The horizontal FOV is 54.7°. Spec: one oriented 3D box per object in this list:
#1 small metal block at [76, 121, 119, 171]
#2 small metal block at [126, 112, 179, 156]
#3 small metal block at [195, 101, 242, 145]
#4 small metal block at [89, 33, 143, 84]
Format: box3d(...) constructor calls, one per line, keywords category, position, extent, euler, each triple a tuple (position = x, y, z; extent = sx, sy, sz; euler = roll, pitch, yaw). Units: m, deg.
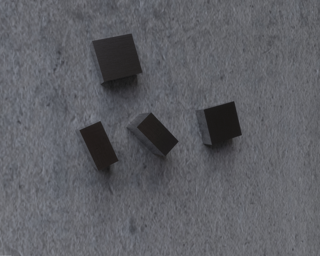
box3d(category="small metal block", position=(-0.076, 0.020, 0.368), extent=(0.025, 0.050, 0.050), euler=(-26, 99, -18))
box3d(category="small metal block", position=(-0.011, 0.008, 0.393), extent=(0.050, 0.050, 0.025), euler=(46, 76, -15))
box3d(category="small metal block", position=(0.084, -0.007, 0.441), extent=(0.050, 0.025, 0.050), euler=(-16, 96, -20))
box3d(category="small metal block", position=(-0.055, -0.086, 0.389), extent=(0.050, 0.025, 0.050), euler=(-17, 96, -20))
